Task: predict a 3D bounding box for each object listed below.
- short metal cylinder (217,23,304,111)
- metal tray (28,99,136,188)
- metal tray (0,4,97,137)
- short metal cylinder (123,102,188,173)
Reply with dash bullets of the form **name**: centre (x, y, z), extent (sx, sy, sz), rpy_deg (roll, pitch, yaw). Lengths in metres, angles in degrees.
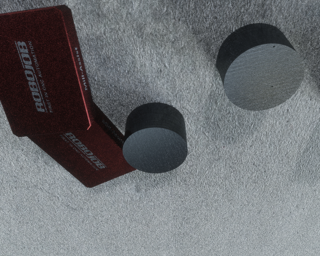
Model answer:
- **short metal cylinder**: centre (0.106, -0.065, 0.336), extent (0.081, 0.050, 0.079), rpy_deg (0, 130, 0)
- **metal tray**: centre (-0.100, 0.022, 0.422), extent (0.090, 0.030, 0.130), rpy_deg (-24, 126, 19)
- **metal tray**: centre (-0.128, -0.057, 0.332), extent (0.090, 0.030, 0.129), rpy_deg (-6, 115, 5)
- **short metal cylinder**: centre (-0.006, 0.014, 0.402), extent (0.081, 0.050, 0.079), rpy_deg (0, 130, 0)
